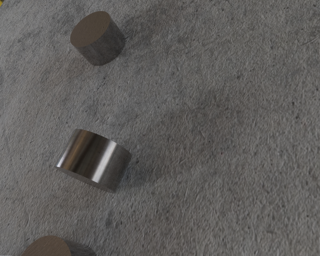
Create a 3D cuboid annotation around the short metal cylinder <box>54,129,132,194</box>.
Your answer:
[{"bbox_3d":[-0.082,0.042,0.386,0.080,0.080,0.050,11,67,33],"label":"short metal cylinder"}]

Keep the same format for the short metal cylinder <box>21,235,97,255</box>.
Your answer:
[{"bbox_3d":[-0.115,0.167,0.346,0.080,0.050,0.080,-13,56,21],"label":"short metal cylinder"}]

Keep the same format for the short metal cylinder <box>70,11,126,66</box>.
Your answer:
[{"bbox_3d":[-0.108,-0.156,0.540,0.080,0.050,0.080,-13,56,21],"label":"short metal cylinder"}]
